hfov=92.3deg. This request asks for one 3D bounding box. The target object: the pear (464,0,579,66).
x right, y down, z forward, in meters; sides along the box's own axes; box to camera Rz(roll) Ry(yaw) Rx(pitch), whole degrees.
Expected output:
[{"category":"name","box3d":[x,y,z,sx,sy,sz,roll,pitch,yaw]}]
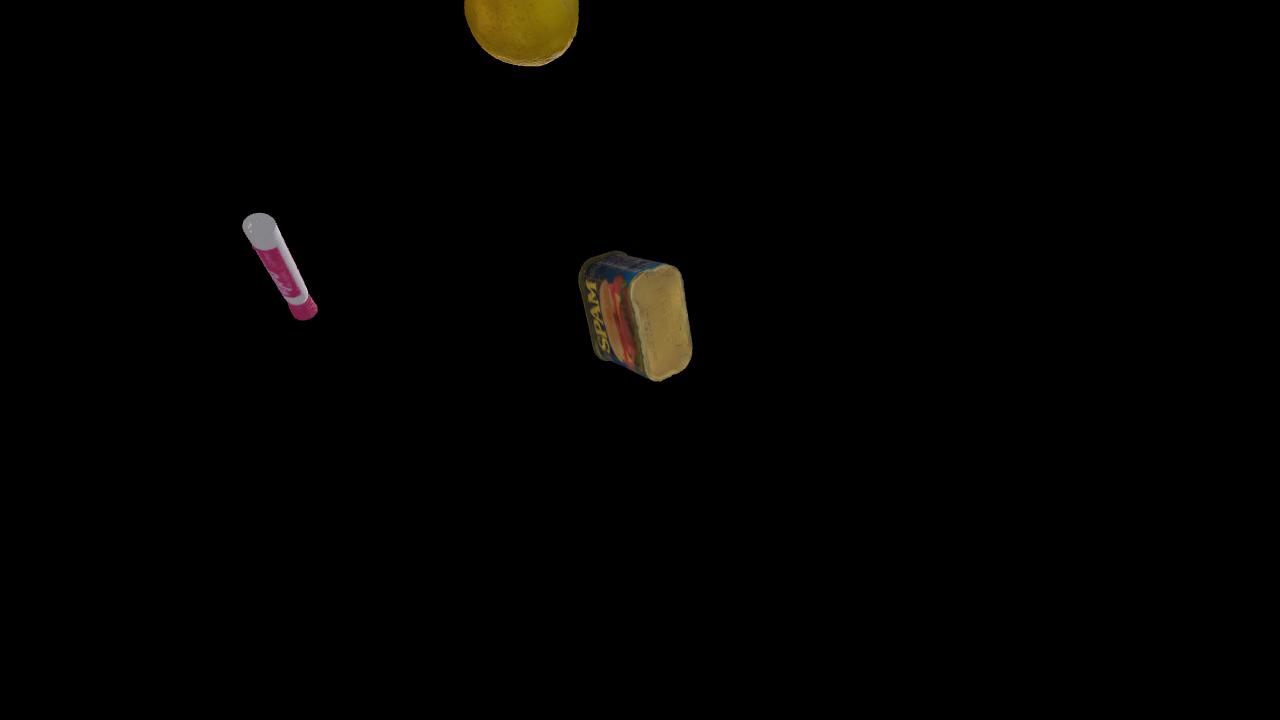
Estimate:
[{"category":"pear","box3d":[-0.088,-0.248,0.415,0.080,0.080,0.111,0,0,11]}]

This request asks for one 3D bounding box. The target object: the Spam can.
[{"category":"Spam can","box3d":[-0.003,-0.039,0.538,0.058,0.101,0.085,-24,27,-27]}]

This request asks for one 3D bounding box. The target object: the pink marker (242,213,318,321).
[{"category":"pink marker","box3d":[-0.252,-0.061,0.438,0.020,0.020,0.121,0,-23,-15]}]
